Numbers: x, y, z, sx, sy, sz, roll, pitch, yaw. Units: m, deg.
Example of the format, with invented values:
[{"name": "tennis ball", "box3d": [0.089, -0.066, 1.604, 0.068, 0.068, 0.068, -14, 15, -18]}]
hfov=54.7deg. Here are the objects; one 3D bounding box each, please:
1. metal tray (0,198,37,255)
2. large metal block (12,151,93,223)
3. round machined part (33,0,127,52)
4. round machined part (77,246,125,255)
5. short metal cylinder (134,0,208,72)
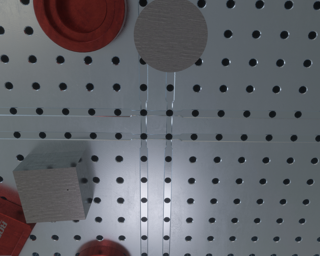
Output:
[{"name": "metal tray", "box3d": [-0.254, 0.170, 0.470, 0.090, 0.030, 0.129, 29, 107, -10]}, {"name": "large metal block", "box3d": [-0.144, 0.081, 0.428, 0.080, 0.050, 0.079, -4, 110, 1]}, {"name": "round machined part", "box3d": [-0.087, -0.138, 0.353, 0.099, 0.042, 0.097, 0, 110, 0]}, {"name": "round machined part", "box3d": [-0.095, 0.241, 0.492, 0.099, 0.042, 0.097, 0, 110, 0]}, {"name": "short metal cylinder", "box3d": [0.012, -0.109, 0.360, 0.081, 0.050, 0.079, 0, 110, 0]}]
